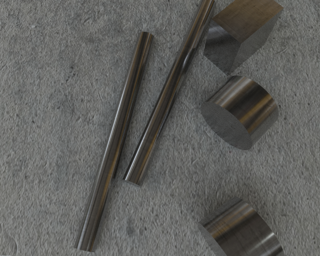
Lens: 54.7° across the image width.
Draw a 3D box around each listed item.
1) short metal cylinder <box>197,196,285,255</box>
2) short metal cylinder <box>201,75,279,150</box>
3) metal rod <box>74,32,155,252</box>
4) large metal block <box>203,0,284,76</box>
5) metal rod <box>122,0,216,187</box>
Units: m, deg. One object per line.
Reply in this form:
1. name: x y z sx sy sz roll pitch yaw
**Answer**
1. short metal cylinder: 0.085 0.122 0.335 0.050 0.080 0.080 -33 74 -11
2. short metal cylinder: 0.098 -0.018 0.386 0.080 0.080 0.050 43 76 14
3. metal rod: -0.053 0.003 0.406 0.025 0.025 0.299 12 70 4
4. large metal block: 0.111 -0.131 0.428 0.080 0.080 0.050 -41 75 -13
5. metal rod: 0.020 -0.062 0.430 0.025 0.025 0.300 20 71 7
